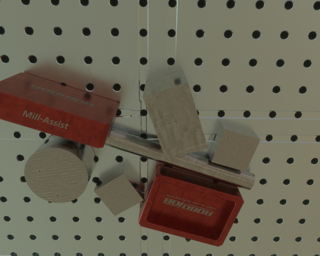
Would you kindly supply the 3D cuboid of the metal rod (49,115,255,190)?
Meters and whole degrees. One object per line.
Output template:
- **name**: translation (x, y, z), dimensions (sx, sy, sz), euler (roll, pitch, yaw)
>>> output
- **metal rod**: translation (-0.013, 0.030, 0.424), dimensions (0.302, 0.025, 0.025), euler (18, 109, -7)

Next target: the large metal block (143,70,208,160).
- **large metal block**: translation (0.018, -0.019, 0.378), dimensions (0.050, 0.080, 0.080), euler (-17, 109, 6)

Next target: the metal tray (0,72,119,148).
- **metal tray**: translation (-0.120, -0.024, 0.367), dimensions (0.131, 0.090, 0.030), euler (17, 109, -7)

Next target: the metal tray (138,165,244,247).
- **metal tray**: translation (0.044, 0.115, 0.453), dimensions (0.131, 0.030, 0.089), euler (17, 109, -7)

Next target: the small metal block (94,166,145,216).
- **small metal block**: translation (-0.058, 0.091, 0.447), dimensions (0.050, 0.025, 0.050), euler (-31, 107, 10)

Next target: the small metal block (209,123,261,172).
- **small metal block**: translation (0.101, 0.026, 0.424), dimensions (0.050, 0.025, 0.050), euler (16, 109, -6)

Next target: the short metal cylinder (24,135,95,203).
- **short metal cylinder**: translation (-0.132, 0.053, 0.417), dimensions (0.081, 0.050, 0.079), euler (0, 110, 0)
